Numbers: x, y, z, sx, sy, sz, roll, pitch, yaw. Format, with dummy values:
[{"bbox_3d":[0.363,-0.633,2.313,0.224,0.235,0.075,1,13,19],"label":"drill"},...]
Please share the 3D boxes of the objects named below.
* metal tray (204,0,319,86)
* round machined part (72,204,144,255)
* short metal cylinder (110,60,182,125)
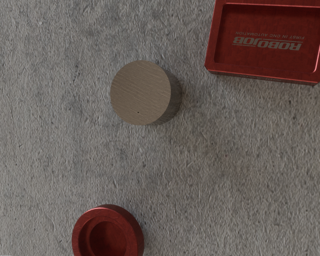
[{"bbox_3d":[0.125,-0.103,0.362,0.130,0.030,0.089,11,93,19],"label":"metal tray"},{"bbox_3d":[-0.067,0.152,0.422,0.098,0.042,0.097,0,90,19],"label":"round machined part"},{"bbox_3d":[-0.017,-0.043,0.401,0.080,0.050,0.079,0,90,19],"label":"short metal cylinder"}]
